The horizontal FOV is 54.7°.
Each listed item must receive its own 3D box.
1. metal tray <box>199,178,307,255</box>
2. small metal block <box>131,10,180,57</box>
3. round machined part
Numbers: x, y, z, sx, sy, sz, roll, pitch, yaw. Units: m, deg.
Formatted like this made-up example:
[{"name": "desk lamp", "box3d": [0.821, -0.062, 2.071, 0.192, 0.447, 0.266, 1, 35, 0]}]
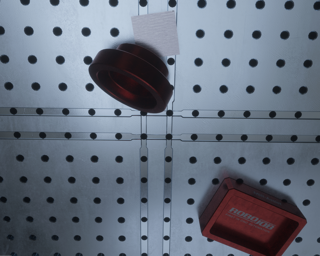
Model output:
[{"name": "metal tray", "box3d": [0.136, 0.140, 0.463, 0.131, 0.030, 0.089, 24, 108, -9]}, {"name": "small metal block", "box3d": [-0.005, -0.112, 0.372, 0.050, 0.025, 0.050, -8, 110, 2]}, {"name": "round machined part", "box3d": [-0.029, -0.061, 0.362, 0.098, 0.098, 0.042, 30, 72, -11]}]
